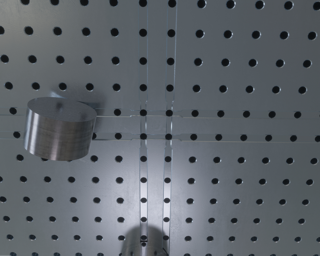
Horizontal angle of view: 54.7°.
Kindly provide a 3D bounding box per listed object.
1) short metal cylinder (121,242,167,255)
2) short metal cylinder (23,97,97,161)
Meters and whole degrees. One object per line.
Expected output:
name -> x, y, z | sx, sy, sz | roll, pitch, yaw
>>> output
short metal cylinder -> -0.026, 0.228, 0.484 | 0.081, 0.050, 0.079 | 0, 110, 0
short metal cylinder -> -0.123, -0.001, 0.383 | 0.081, 0.080, 0.050 | 14, 110, -5
